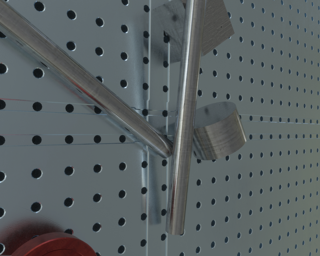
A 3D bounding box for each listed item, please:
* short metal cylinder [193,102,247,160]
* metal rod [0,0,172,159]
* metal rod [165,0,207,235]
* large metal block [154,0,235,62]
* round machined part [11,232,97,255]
[{"bbox_3d":[0.076,0.003,0.440,0.080,0.080,0.050,-37,113,-34],"label":"short metal cylinder"},{"bbox_3d":[-0.085,-0.051,0.338,0.301,0.025,0.025,41,65,-33],"label":"metal rod"},{"bbox_3d":[0.032,-0.009,0.398,0.025,0.025,0.298,-1,99,-40],"label":"metal rod"},{"bbox_3d":[0.051,-0.151,0.438,0.080,0.050,0.080,-41,115,-33],"label":"large metal block"},{"bbox_3d":[-0.112,0.152,0.306,0.099,0.042,0.097,0,90,-40],"label":"round machined part"}]
